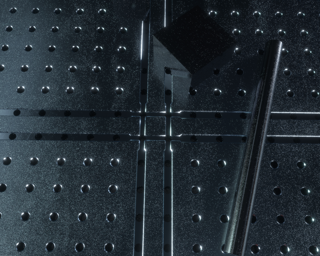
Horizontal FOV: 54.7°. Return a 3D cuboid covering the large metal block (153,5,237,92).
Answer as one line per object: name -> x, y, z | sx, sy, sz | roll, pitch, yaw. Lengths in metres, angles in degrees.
large metal block -> 0.047, -0.112, 0.440 | 0.080, 0.050, 0.080 | -38, 75, -13

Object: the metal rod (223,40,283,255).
metal rod -> 0.127, 0.012, 0.408 | 0.025, 0.025, 0.299 | 15, 70, 5

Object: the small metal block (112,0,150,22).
small metal block -> -0.043, -0.192, 0.468 | 0.050, 0.050, 0.025 | 11, 71, 3
